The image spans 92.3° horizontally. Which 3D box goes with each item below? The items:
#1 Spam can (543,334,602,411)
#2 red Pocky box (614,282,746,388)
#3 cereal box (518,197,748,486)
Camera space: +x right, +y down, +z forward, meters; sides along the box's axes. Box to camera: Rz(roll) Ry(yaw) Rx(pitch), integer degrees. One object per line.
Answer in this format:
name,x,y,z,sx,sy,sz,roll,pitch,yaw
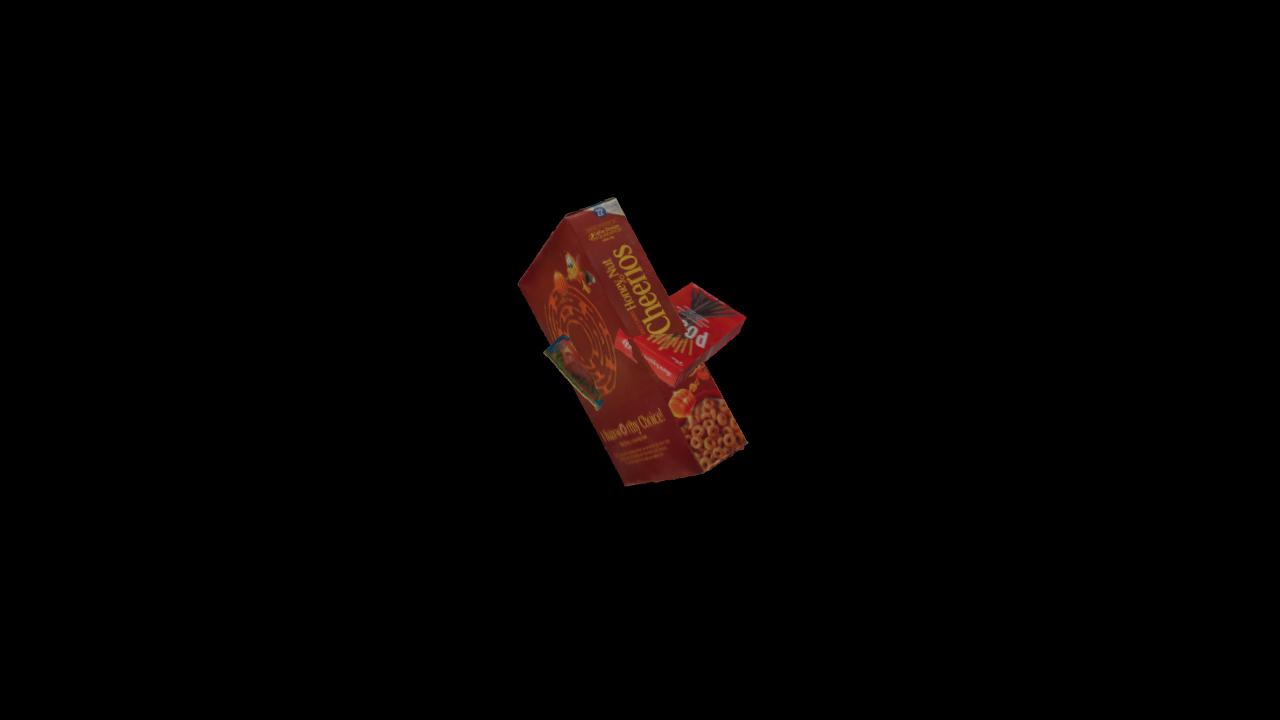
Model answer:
Spam can,-0.054,-0.001,0.747,0.085,0.101,0.058,-42,-6,-7
red Pocky box,0.048,-0.032,0.676,0.083,0.028,0.155,35,41,16
cereal box,-0.022,-0.007,0.723,0.081,0.306,0.203,-27,-2,-29
